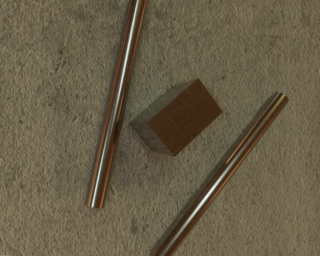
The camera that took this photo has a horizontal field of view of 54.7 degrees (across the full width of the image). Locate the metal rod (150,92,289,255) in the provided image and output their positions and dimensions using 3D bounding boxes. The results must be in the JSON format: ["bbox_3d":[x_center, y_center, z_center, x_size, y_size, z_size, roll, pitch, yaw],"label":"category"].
[{"bbox_3d":[0.092,0.064,0.443,0.025,0.025,0.300,44,76,-15],"label":"metal rod"}]

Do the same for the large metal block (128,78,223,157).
[{"bbox_3d":[0.016,-0.013,0.386,0.080,0.080,0.050,-42,103,-15],"label":"large metal block"}]

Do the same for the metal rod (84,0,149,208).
[{"bbox_3d":[-0.051,-0.051,0.390,0.025,0.025,0.298,13,86,-20],"label":"metal rod"}]
